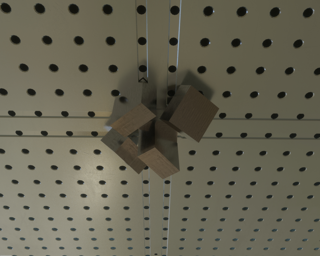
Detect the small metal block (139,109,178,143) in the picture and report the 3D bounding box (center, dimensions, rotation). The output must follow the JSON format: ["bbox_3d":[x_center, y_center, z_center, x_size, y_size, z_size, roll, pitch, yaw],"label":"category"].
[{"bbox_3d":[-0.003,0.002,0.413,0.050,0.025,0.050,-1,130,-1],"label":"small metal block"}]

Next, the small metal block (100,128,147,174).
[{"bbox_3d":[-0.046,0.030,0.416,0.025,0.050,0.050,-48,123,-10],"label":"small metal block"}]

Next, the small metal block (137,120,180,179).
[{"bbox_3d":[-0.001,0.027,0.384,0.025,0.050,0.050,-30,125,22],"label":"small metal block"}]

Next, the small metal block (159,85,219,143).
[{"bbox_3d":[0.036,-0.018,0.379,0.050,0.025,0.050,35,82,-26],"label":"small metal block"}]

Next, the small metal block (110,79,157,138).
[{"bbox_3d":[-0.031,-0.024,0.374,0.050,0.050,0.025,-34,123,25],"label":"small metal block"}]
